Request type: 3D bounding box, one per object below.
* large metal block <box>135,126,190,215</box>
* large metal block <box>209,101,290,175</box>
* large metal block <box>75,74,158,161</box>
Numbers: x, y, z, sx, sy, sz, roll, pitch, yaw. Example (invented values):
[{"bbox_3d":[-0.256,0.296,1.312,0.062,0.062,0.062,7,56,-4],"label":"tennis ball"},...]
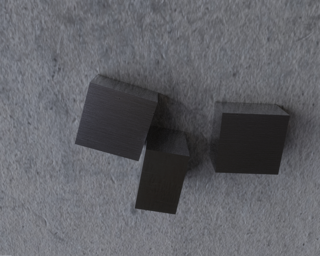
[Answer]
[{"bbox_3d":[0.001,0.051,0.399,0.050,0.080,0.079,10,110,-4],"label":"large metal block"},{"bbox_3d":[0.112,0.012,0.403,0.081,0.050,0.079,2,110,-2],"label":"large metal block"},{"bbox_3d":[-0.053,-0.014,0.391,0.080,0.050,0.079,16,109,-7],"label":"large metal block"}]
